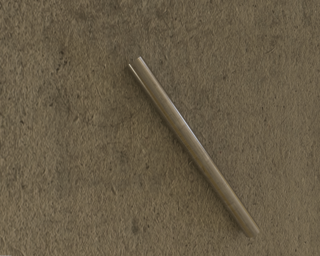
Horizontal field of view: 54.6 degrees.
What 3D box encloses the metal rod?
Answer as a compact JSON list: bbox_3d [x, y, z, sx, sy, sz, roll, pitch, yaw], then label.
[{"bbox_3d":[0.052,0.034,0.427,0.025,0.025,0.300,-39,103,-16],"label":"metal rod"}]
